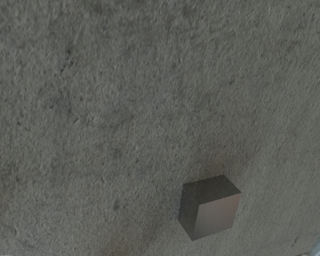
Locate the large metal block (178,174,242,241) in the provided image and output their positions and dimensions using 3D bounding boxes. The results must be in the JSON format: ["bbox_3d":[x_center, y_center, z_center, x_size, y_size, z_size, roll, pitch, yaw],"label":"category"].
[{"bbox_3d":[0.081,0.132,0.519,0.081,0.050,0.079,-9,123,-24],"label":"large metal block"}]
